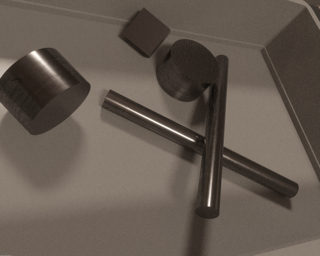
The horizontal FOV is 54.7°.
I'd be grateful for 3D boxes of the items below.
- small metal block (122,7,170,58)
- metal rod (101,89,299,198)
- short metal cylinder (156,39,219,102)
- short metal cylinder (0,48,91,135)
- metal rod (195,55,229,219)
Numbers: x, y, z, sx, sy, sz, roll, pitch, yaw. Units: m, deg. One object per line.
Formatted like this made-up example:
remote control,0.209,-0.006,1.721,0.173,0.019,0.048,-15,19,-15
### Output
small metal block,-0.020,-0.142,0.465,0.050,0.025,0.050,39,94,-2
metal rod,0.063,0.027,0.425,0.301,0.025,0.025,26,52,-12
short metal cylinder,0.041,-0.086,0.466,0.081,0.050,0.080,14,56,-21
short metal cylinder,-0.122,-0.038,0.329,0.050,0.080,0.080,46,51,3
metal rod,0.078,-0.014,0.431,0.025,0.025,0.300,27,44,-12
